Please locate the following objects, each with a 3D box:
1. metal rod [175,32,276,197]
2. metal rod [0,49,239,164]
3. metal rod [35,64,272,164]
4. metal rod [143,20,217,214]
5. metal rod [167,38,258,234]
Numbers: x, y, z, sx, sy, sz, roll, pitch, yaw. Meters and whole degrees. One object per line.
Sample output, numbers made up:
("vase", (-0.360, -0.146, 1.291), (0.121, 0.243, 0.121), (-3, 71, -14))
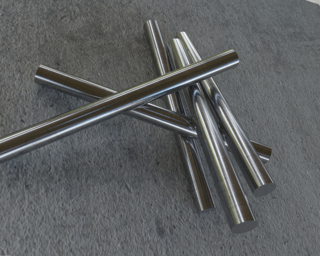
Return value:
("metal rod", (0.071, -0.043, 0.415), (0.025, 0.025, 0.300), (6, 43, -25))
("metal rod", (-0.033, -0.034, 0.356), (0.302, 0.025, 0.025), (-24, 75, -21))
("metal rod", (-0.002, -0.015, 0.386), (0.302, 0.025, 0.025), (19, 54, -7))
("metal rod", (0.021, -0.032, 0.434), (0.025, 0.025, 0.299), (-1, 62, -29))
("metal rod", (0.049, -0.019, 0.377), (0.025, 0.025, 0.300), (9, 43, -23))
